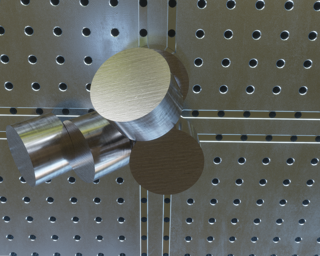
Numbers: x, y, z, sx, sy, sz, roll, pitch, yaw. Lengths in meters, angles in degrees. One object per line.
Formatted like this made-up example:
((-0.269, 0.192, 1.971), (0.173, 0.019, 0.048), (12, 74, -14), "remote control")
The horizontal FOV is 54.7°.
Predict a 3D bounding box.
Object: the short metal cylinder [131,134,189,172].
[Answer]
((-0.002, 0.017, 0.405), (0.081, 0.050, 0.079), (0, 110, 0), "short metal cylinder")

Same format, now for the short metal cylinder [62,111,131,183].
((-0.080, 0.021, 0.383), (0.050, 0.080, 0.079), (-23, 115, -36), "short metal cylinder")

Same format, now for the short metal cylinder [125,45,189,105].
((-0.007, -0.058, 0.378), (0.081, 0.050, 0.079), (0, 110, 0), "short metal cylinder")

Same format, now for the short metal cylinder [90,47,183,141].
((-0.021, -0.033, 0.311), (0.080, 0.080, 0.050), (-23, 152, 8), "short metal cylinder")

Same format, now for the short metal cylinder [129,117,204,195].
((0.007, 0.029, 0.355), (0.081, 0.050, 0.079), (0, 110, 0), "short metal cylinder")

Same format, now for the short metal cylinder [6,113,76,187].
((-0.149, 0.026, 0.385), (0.050, 0.080, 0.079), (-24, 115, -37), "short metal cylinder")
